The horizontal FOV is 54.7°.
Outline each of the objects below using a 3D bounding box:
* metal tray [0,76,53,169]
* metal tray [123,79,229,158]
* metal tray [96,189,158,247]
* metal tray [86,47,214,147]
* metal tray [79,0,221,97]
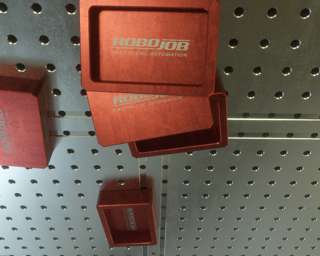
[{"bbox_3d":[-0.195,-0.004,0.402,0.091,0.030,0.129,5,130,-5],"label":"metal tray"},{"bbox_3d":[0.019,-0.009,0.401,0.131,0.030,0.090,-8,130,6],"label":"metal tray"},{"bbox_3d":[-0.053,0.162,0.545,0.091,0.030,0.129,-3,130,2],"label":"metal tray"},{"bbox_3d":[-0.013,-0.035,0.349,0.131,0.030,0.089,-10,97,8],"label":"metal tray"},{"bbox_3d":[-0.010,-0.080,0.305,0.131,0.030,0.089,3,104,5],"label":"metal tray"}]
